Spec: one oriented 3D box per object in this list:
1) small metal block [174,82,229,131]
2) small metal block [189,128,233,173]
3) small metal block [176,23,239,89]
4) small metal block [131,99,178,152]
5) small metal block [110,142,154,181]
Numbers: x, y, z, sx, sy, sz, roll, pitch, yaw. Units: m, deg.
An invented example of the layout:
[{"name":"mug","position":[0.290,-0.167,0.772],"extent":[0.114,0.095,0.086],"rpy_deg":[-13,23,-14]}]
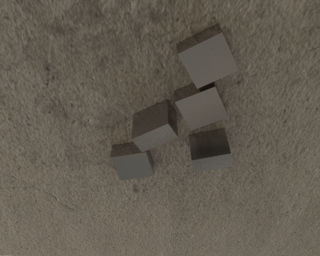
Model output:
[{"name":"small metal block","position":[0.051,-0.030,0.383],"extent":[0.050,0.025,0.050],"rpy_deg":[-20,128,16]},{"name":"small metal block","position":[0.068,0.030,0.417],"extent":[0.050,0.050,0.025],"rpy_deg":[-11,129,9]},{"name":"small metal block","position":[0.052,-0.078,0.341],"extent":[0.050,0.025,0.050],"rpy_deg":[-23,127,18]},{"name":"small metal block","position":[-0.006,-0.004,0.388],"extent":[0.050,0.050,0.025],"rpy_deg":[-23,127,18]},{"name":"small metal block","position":[-0.039,0.047,0.447],"extent":[0.050,0.025,0.050],"rpy_deg":[-9,130,7]}]
